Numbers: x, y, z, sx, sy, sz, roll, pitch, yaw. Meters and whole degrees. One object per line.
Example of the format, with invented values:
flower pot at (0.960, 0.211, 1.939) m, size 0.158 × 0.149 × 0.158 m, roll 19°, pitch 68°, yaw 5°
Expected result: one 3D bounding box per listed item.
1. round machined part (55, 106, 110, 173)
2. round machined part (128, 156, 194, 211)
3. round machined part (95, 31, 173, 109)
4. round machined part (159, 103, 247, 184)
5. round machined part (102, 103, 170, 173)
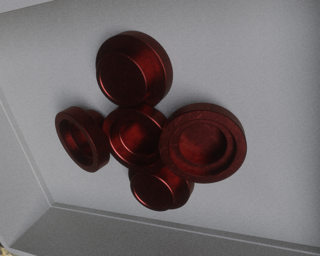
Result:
round machined part at (-0.104, 0.012, 0.448) m, size 0.098 × 0.042 × 0.097 m, roll 28°, pitch 135°, yaw 32°
round machined part at (-0.004, 0.081, 0.448) m, size 0.098 × 0.042 × 0.097 m, roll 13°, pitch 124°, yaw 21°
round machined part at (-0.038, -0.064, 0.376) m, size 0.098 × 0.042 × 0.097 m, roll 13°, pitch 124°, yaw 21°
round machined part at (0.050, 0.014, 0.367) m, size 0.098 × 0.042 × 0.097 m, roll 4°, pitch 118°, yaw 7°
round machined part at (-0.024, 0.009, 0.413) m, size 0.098 × 0.042 × 0.097 m, roll 13°, pitch 124°, yaw 21°
